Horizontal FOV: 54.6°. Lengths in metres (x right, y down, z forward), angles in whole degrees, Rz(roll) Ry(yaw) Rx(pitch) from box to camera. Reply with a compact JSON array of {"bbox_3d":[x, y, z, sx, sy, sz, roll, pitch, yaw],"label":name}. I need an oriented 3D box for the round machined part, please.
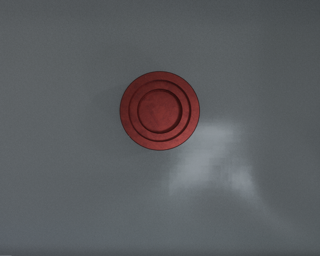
[{"bbox_3d":[0.000,-0.021,0.400,0.099,0.042,0.097,0,90,0],"label":"round machined part"}]
